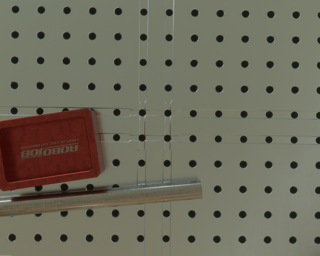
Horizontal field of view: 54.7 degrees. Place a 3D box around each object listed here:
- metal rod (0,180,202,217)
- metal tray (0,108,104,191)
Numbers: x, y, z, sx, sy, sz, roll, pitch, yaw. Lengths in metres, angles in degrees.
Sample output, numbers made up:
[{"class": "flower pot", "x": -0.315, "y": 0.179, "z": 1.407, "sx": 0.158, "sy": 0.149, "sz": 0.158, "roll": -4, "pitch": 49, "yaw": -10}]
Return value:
[{"class": "metal rod", "x": -0.096, "y": 0.095, "z": 0.412, "sx": 0.302, "sy": 0.025, "sz": 0.025, "roll": -5, "pitch": 90, "yaw": -1}, {"class": "metal tray", "x": -0.147, "y": 0.027, "z": 0.408, "sx": 0.131, "sy": 0.030, "sz": 0.089, "roll": -9, "pitch": 90, "yaw": -1}]
